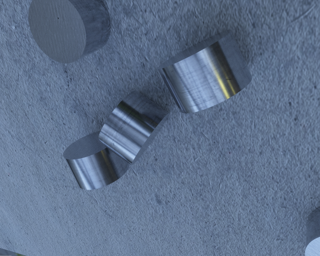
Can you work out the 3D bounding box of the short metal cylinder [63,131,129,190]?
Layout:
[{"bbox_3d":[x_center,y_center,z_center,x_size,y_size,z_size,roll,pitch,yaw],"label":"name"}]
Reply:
[{"bbox_3d":[-0.091,0.044,0.446,0.080,0.080,0.050,-5,116,30],"label":"short metal cylinder"}]

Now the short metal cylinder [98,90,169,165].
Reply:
[{"bbox_3d":[-0.032,0.000,0.388,0.050,0.080,0.079,35,129,5],"label":"short metal cylinder"}]

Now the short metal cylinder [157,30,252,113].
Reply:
[{"bbox_3d":[0.045,-0.057,0.313,0.080,0.080,0.050,-18,109,35],"label":"short metal cylinder"}]

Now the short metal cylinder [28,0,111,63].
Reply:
[{"bbox_3d":[-0.107,-0.124,0.371,0.080,0.050,0.079,13,124,21],"label":"short metal cylinder"}]

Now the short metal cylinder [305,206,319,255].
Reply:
[{"bbox_3d":[0.215,0.135,0.361,0.080,0.050,0.079,13,124,21],"label":"short metal cylinder"}]
